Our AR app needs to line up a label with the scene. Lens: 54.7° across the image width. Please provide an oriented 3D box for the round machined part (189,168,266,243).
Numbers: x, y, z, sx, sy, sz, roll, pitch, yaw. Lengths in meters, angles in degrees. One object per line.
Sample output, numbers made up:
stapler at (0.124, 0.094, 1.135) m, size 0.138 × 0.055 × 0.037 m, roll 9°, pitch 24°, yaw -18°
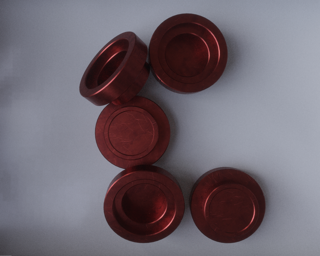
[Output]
round machined part at (0.089, 0.102, 0.403) m, size 0.099 × 0.042 × 0.097 m, roll 0°, pitch 90°, yaw 0°

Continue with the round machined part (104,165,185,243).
round machined part at (-0.020, 0.092, 0.395) m, size 0.099 × 0.042 × 0.097 m, roll -1°, pitch 104°, yaw -3°

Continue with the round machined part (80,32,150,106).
round machined part at (-0.051, -0.067, 0.384) m, size 0.042 × 0.098 × 0.098 m, roll 39°, pitch 90°, yaw -35°

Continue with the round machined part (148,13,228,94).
round machined part at (0.033, -0.092, 0.399) m, size 0.099 × 0.042 × 0.097 m, roll 0°, pitch 90°, yaw -7°

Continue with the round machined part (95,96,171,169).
round machined part at (-0.035, 0.006, 0.402) m, size 0.099 × 0.042 × 0.097 m, roll 0°, pitch 90°, yaw 0°
